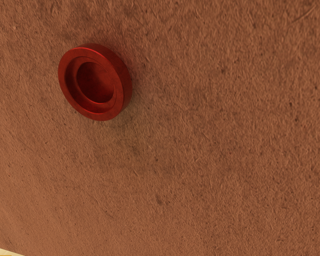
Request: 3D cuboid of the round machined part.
[{"bbox_3d":[-0.078,-0.061,0.400,0.098,0.042,0.097,13,124,21],"label":"round machined part"}]
